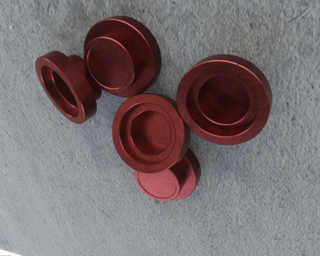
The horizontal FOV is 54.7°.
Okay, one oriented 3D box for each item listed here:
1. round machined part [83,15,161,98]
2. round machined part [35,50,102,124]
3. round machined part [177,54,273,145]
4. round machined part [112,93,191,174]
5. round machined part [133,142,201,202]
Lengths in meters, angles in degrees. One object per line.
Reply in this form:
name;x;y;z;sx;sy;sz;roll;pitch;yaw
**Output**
round machined part;-0.051;-0.081;0.372;0.098;0.042;0.097;13;124;20
round machined part;-0.115;-0.057;0.407;0.098;0.042;0.097;33;146;27
round machined part;0.071;-0.033;0.338;0.098;0.042;0.097;13;124;20
round machined part;-0.008;0.005;0.389;0.098;0.042;0.097;3;96;25
round machined part;0.004;0.063;0.432;0.098;0.042;0.097;13;124;20
